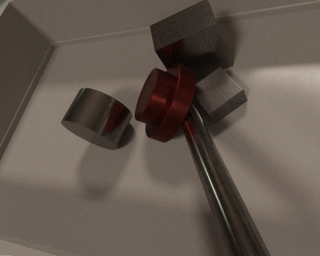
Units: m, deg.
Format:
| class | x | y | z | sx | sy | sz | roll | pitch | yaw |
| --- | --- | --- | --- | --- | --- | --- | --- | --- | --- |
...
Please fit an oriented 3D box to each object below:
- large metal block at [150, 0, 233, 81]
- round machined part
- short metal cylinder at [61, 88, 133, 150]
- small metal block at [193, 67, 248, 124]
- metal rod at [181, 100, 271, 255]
| class | x | y | z | sx | sy | sz | roll | pitch | yaw |
| --- | --- | --- | --- | --- | --- | --- | --- | --- | --- |
| large metal block | 0.043 | -0.109 | 0.414 | 0.080 | 0.080 | 0.050 | -21 | 54 | 15 |
| round machined part | 0.001 | -0.034 | 0.380 | 0.098 | 0.042 | 0.098 | -159 | 89 | -74 |
| short metal cylinder | -0.085 | -0.011 | 0.420 | 0.080 | 0.080 | 0.050 | 12 | 68 | 33 |
| small metal block | 0.073 | -0.042 | 0.392 | 0.050 | 0.025 | 0.050 | -36 | 51 | 4 |
| metal rod | 0.045 | 0.032 | 0.284 | 0.025 | 0.025 | 0.300 | -29 | 27 | 9 |
